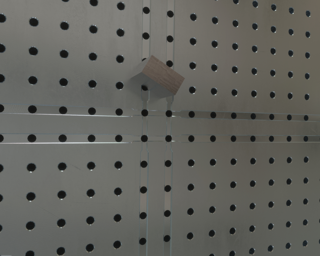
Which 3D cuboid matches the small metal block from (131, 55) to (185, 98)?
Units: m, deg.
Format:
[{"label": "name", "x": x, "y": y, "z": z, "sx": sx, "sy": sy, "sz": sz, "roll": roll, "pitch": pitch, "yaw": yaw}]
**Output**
[{"label": "small metal block", "x": -0.004, "y": -0.064, "z": 0.398, "sx": 0.050, "sy": 0.050, "sz": 0.025, "roll": 33, "pitch": 80, "yaw": -17}]
